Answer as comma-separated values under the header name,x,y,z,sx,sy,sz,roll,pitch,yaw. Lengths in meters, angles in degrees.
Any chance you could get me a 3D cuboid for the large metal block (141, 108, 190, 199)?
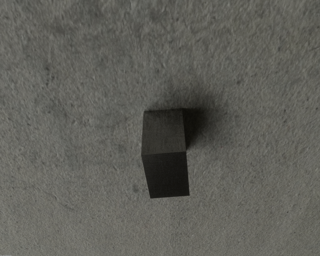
name,x,y,z,sx,sy,sz,roll,pitch,yaw
large metal block,0.008,0.032,0.399,0.050,0.080,0.080,-5,130,4
